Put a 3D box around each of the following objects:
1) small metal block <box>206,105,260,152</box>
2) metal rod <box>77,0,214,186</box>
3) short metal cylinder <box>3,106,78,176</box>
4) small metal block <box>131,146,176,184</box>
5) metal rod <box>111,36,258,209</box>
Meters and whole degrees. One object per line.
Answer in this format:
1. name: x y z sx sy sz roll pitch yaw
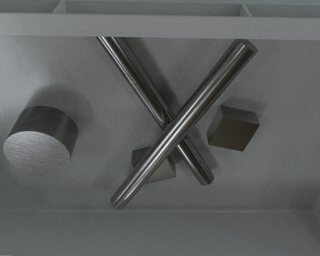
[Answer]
1. small metal block: 0.096 0.001 0.412 0.050 0.025 0.050 12 129 -10
2. metal rod: 0.000 -0.021 0.390 0.025 0.025 0.300 -23 127 18
3. short metal cylinder: -0.153 0.018 0.406 0.081 0.050 0.079 0 130 0
4. small metal block: -0.008 0.053 0.454 0.050 0.025 0.050 -15 129 12
5. metal rod: 0.011 0.015 0.387 0.025 0.025 0.298 24 127 -19
